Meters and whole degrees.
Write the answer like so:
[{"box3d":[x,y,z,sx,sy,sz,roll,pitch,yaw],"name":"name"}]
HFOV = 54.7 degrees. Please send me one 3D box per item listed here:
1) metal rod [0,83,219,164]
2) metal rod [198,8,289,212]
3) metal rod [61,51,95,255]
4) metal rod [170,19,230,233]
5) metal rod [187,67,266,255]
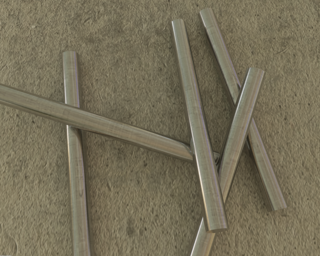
[{"box3d":[-0.073,-0.003,0.386,0.302,0.025,0.025,18,71,-3],"name":"metal rod"},{"box3d":[0.106,-0.038,0.422,0.025,0.025,0.299,-13,71,-5],"name":"metal rod"},{"box3d":[-0.106,0.035,0.394,0.025,0.025,0.299,-8,70,-3],"name":"metal rod"},{"box3d":[0.043,-0.023,0.394,0.025,0.025,0.299,-6,62,-2],"name":"metal rod"},{"box3d":[0.073,0.065,0.368,0.025,0.025,0.299,19,77,7],"name":"metal rod"}]
